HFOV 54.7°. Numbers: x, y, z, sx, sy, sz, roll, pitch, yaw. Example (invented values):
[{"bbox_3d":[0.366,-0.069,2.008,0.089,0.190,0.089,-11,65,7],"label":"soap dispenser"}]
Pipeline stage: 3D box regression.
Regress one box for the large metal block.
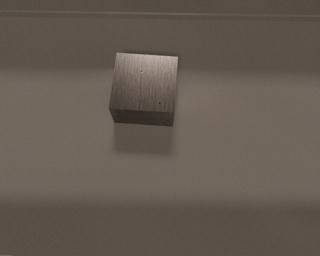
[{"bbox_3d":[-0.020,-0.050,0.415,0.081,0.050,0.080,4,70,1],"label":"large metal block"}]
